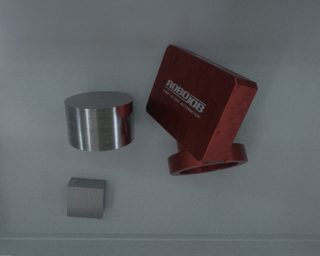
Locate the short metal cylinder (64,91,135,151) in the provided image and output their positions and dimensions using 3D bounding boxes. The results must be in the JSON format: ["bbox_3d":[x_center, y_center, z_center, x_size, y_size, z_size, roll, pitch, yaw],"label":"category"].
[{"bbox_3d":[-0.072,-0.011,0.377,0.081,0.080,0.050,0,110,-1],"label":"short metal cylinder"}]

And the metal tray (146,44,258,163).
[{"bbox_3d":[0.037,-0.032,0.345,0.030,0.130,0.089,7,113,-34],"label":"metal tray"}]

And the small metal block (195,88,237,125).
[{"bbox_3d":[0.069,-0.026,0.395,0.050,0.025,0.050,13,91,-5],"label":"small metal block"}]

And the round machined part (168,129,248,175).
[{"bbox_3d":[0.058,0.031,0.395,0.099,0.098,0.042,-10,75,3],"label":"round machined part"}]

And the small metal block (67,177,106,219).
[{"bbox_3d":[-0.106,0.101,0.447,0.050,0.025,0.050,5,110,-3],"label":"small metal block"}]
